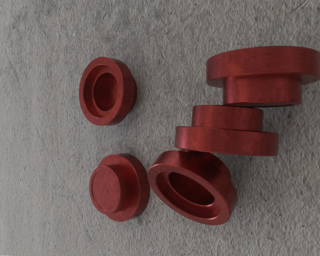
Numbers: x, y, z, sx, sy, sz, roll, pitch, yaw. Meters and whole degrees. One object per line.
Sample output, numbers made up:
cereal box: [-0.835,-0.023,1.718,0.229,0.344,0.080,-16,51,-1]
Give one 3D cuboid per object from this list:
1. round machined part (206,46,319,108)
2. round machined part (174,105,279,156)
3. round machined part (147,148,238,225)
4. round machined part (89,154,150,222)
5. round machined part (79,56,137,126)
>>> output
round machined part: [0.092,-0.041,0.282,0.098,0.099,0.042,0,90,40]
round machined part: [0.065,0.001,0.304,0.098,0.099,0.042,4,89,40]
round machined part: [0.039,0.059,0.341,0.098,0.042,0.097,24,143,20]
round machined part: [-0.065,0.087,0.448,0.098,0.042,0.097,0,90,40]
round machined part: [-0.072,-0.052,0.453,0.098,0.042,0.097,0,90,40]
